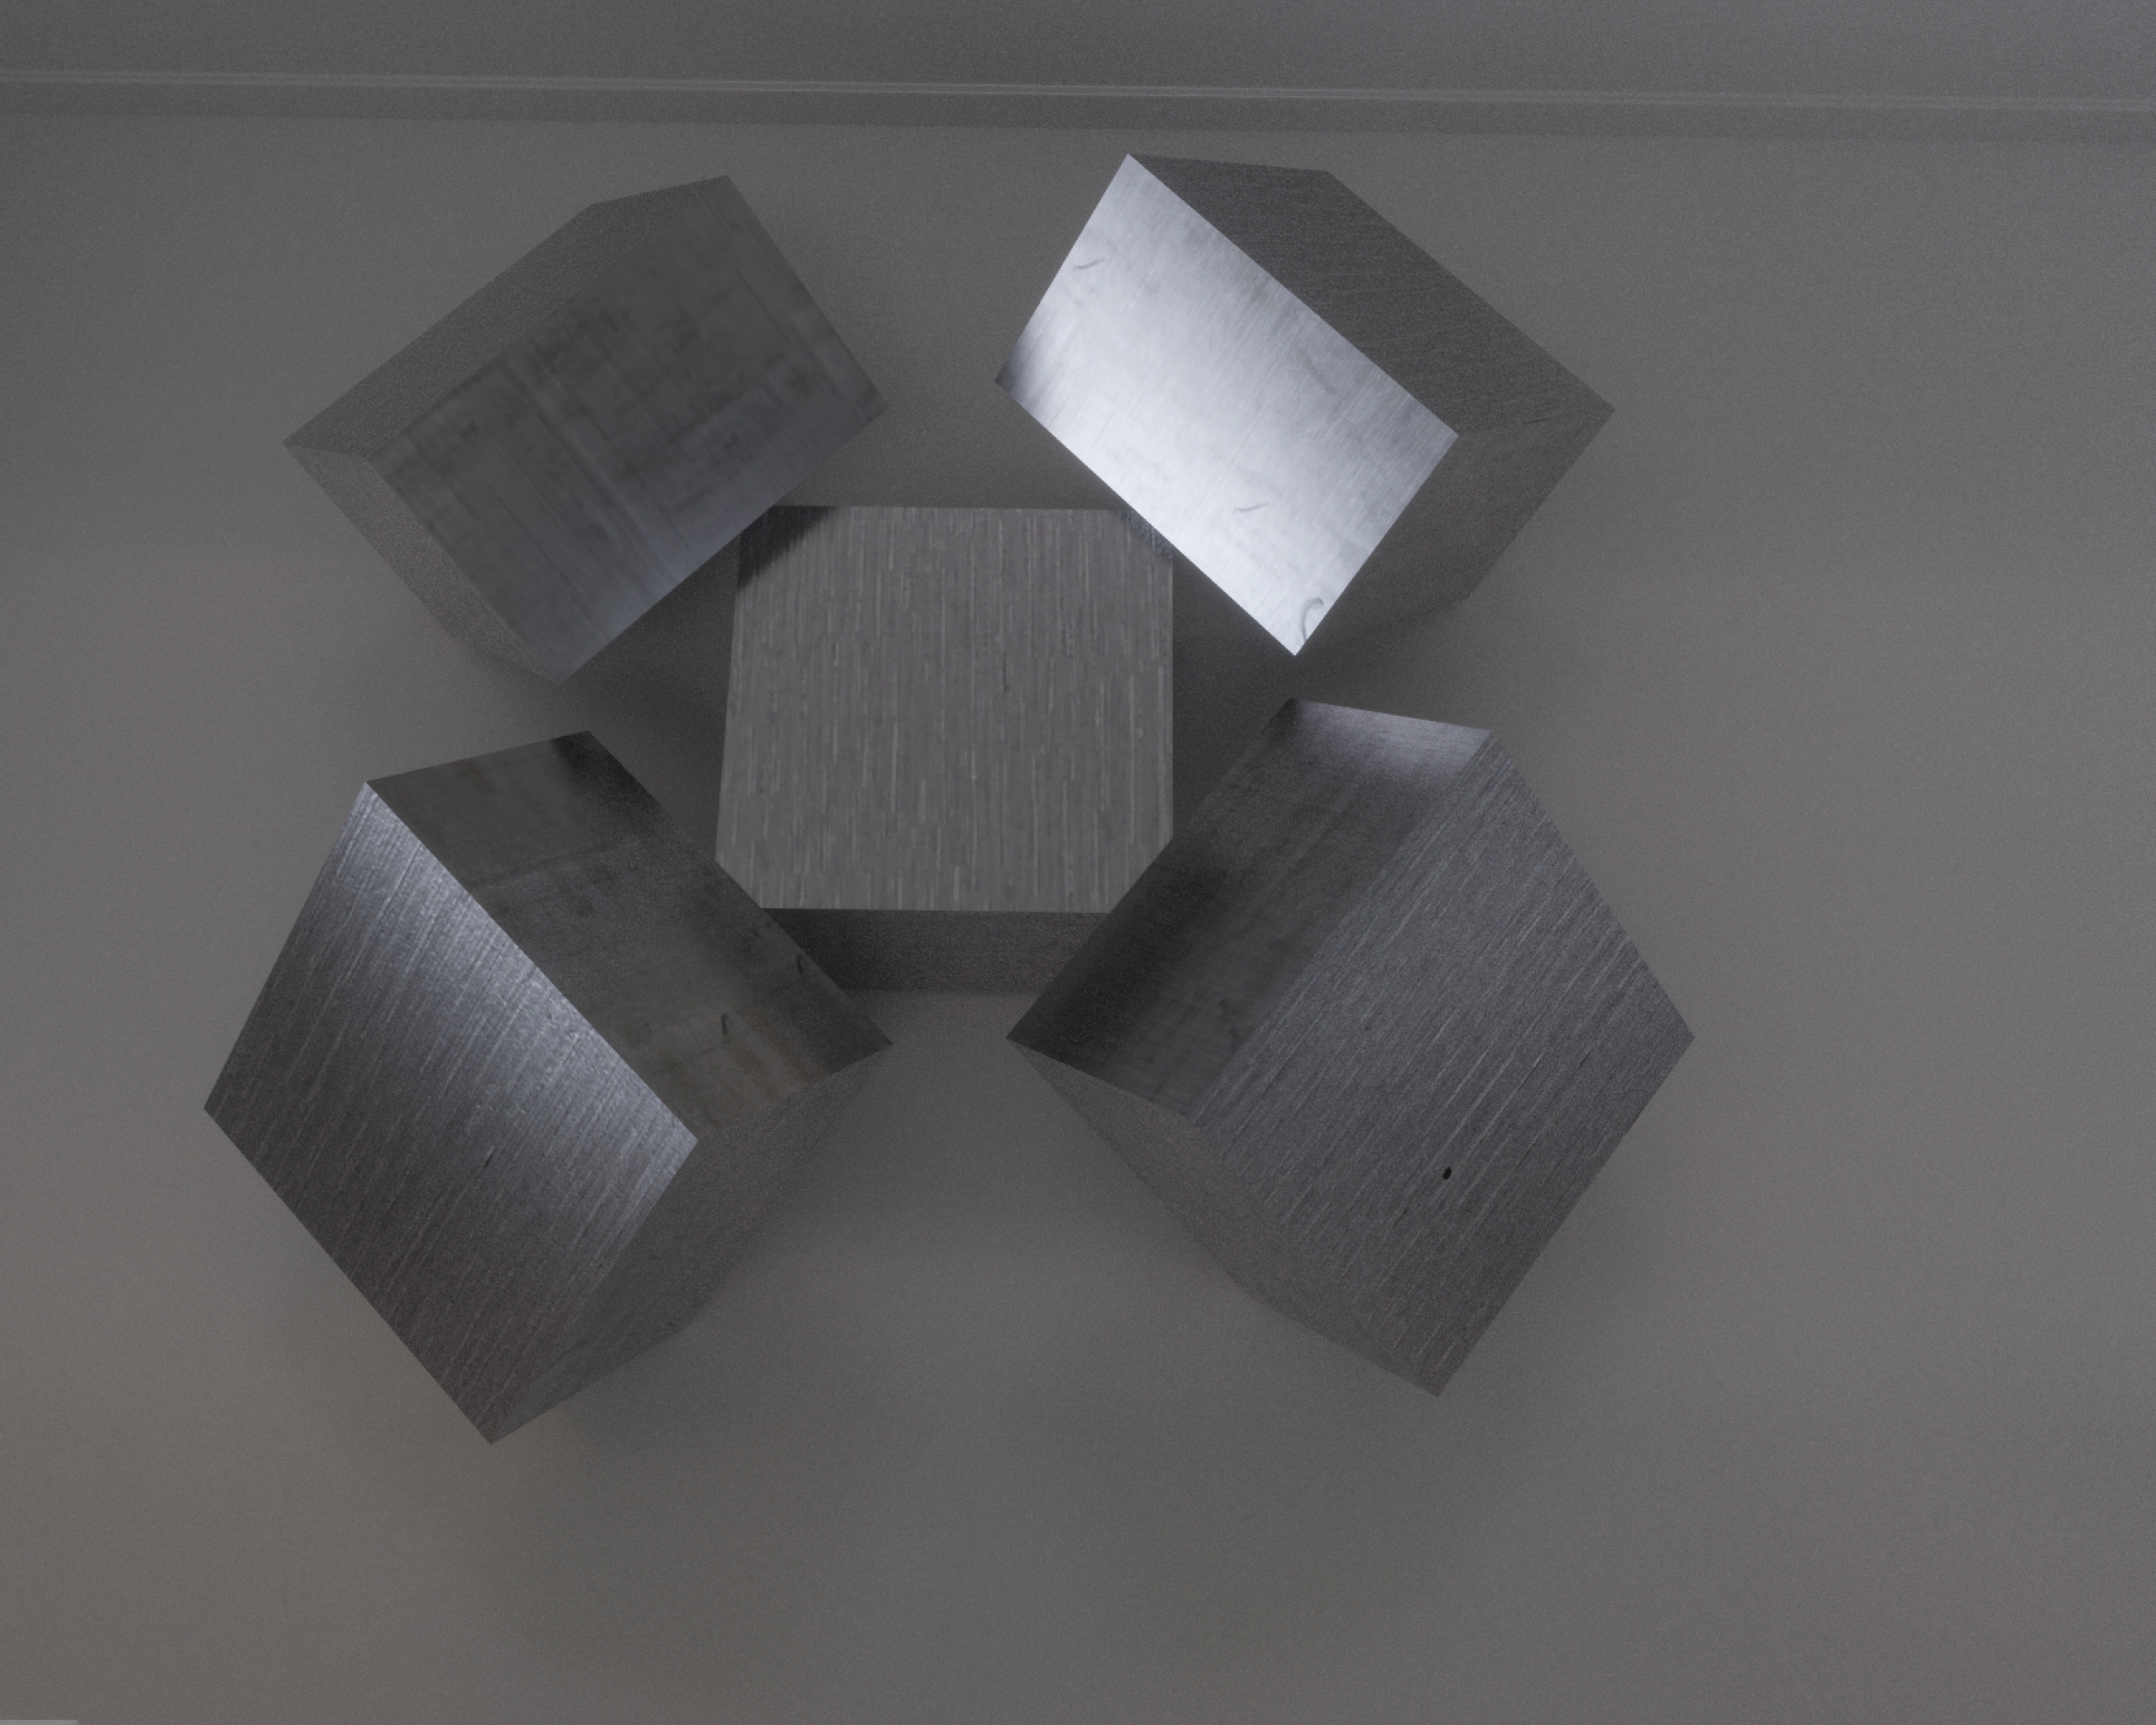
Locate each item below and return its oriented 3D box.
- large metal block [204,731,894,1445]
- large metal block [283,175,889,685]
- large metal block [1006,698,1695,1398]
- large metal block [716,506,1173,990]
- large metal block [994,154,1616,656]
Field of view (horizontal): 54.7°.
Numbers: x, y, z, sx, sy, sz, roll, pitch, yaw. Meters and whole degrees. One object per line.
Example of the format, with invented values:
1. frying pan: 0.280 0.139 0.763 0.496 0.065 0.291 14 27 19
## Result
1. large metal block: -0.092 0.037 0.359 0.080 0.050 0.080 44 120 14
2. large metal block: -0.096 -0.084 0.400 0.080 0.080 0.050 -44 119 -15
3. large metal block: 0.049 0.030 0.361 0.080 0.050 0.080 -50 122 -16
4. large metal block: -0.023 -0.021 0.401 0.080 0.050 0.080 1 70 0
5. large metal block: 0.046 -0.091 0.406 0.080 0.050 0.081 45 33 15
